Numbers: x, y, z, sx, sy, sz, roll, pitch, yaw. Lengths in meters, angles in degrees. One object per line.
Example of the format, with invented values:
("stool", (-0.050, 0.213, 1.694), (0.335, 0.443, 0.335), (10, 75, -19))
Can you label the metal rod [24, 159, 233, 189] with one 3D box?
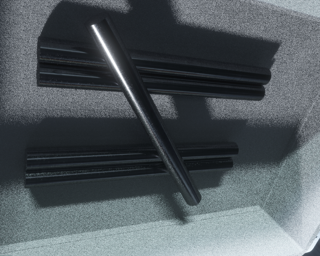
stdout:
("metal rod", (-0.023, 0.057, 0.429), (0.303, 0.025, 0.025), (0, 119, -29))

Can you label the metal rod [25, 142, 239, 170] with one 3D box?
("metal rod", (-0.017, 0.035, 0.418), (0.303, 0.025, 0.025), (0, 119, -29))

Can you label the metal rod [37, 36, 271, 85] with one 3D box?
("metal rod", (0.016, -0.074, 0.369), (0.303, 0.025, 0.025), (0, 118, -29))

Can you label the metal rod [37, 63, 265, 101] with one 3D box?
("metal rod", (0.012, -0.053, 0.380), (0.303, 0.025, 0.025), (0, 118, -29))

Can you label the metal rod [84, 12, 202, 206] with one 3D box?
("metal rod", (-0.004, 0.004, 0.375), (0.025, 0.025, 0.299), (-33, 129, -7))
